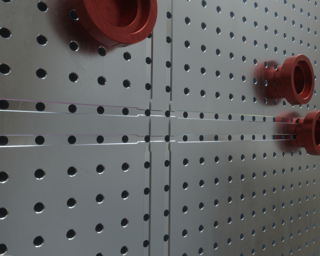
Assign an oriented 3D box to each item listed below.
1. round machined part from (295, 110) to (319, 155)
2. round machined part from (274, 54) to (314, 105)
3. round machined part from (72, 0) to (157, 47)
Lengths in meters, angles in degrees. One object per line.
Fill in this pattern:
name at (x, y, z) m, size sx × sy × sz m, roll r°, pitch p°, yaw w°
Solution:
round machined part at (0.331, 0.010, 0.673) m, size 0.099 × 0.042 × 0.097 m, roll 0°, pitch 90°, yaw -40°
round machined part at (0.265, -0.094, 0.618) m, size 0.099 × 0.042 × 0.097 m, roll 0°, pitch 90°, yaw -40°
round machined part at (-0.054, -0.140, 0.352) m, size 0.099 × 0.042 × 0.097 m, roll 0°, pitch 90°, yaw -40°
